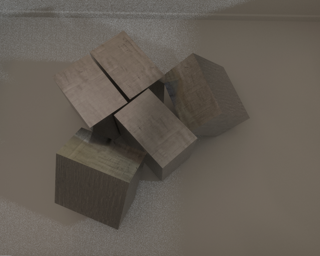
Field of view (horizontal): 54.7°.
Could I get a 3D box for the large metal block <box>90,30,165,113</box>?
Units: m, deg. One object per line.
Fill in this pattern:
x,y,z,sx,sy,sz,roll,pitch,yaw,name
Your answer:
-0.039,-0.062,0.401,0.050,0.080,0.080,-37,75,-12,large metal block

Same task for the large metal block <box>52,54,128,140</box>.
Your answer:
-0.081,-0.031,0.390,0.050,0.080,0.080,-36,74,-12,large metal block

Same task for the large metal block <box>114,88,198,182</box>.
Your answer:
-0.005,0.012,0.374,0.050,0.080,0.080,-40,75,-13,large metal block

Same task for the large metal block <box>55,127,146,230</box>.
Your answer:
-0.068,0.057,0.350,0.080,0.079,0.050,21,37,7,large metal block

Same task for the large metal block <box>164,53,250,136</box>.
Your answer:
0.058,-0.038,0.387,0.050,0.080,0.080,-33,68,31,large metal block
